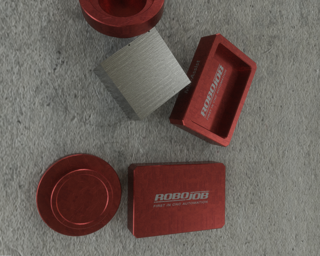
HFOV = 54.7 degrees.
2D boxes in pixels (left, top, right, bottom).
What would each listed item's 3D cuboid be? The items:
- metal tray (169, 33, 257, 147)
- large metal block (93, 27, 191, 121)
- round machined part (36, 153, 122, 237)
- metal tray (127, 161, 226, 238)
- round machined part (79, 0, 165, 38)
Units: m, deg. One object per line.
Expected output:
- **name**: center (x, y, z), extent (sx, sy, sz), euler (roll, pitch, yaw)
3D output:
- **metal tray**: center (0.076, -0.049, 0.424), extent (0.090, 0.030, 0.130), euler (27, 81, -33)
- **large metal block**: center (-0.023, -0.065, 0.387), extent (0.080, 0.050, 0.080), euler (-39, 104, -16)
- **round machined part**: center (-0.094, 0.080, 0.366), extent (0.099, 0.042, 0.097), euler (0, 90, -21)
- **metal tray**: center (0.024, 0.092, 0.417), extent (0.131, 0.030, 0.089), euler (1, 90, -21)
- **round machined part**: center (-0.044, -0.148, 0.371), extent (0.099, 0.042, 0.098), euler (1, 69, -3)
